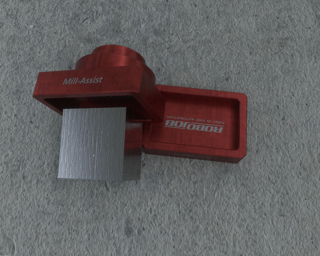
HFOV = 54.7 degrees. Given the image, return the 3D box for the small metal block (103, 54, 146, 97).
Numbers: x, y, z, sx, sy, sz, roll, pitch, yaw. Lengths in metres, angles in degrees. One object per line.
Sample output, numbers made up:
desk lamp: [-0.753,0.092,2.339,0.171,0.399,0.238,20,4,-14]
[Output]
small metal block: [-0.049,-0.074,0.436,0.050,0.025,0.050,6,70,2]

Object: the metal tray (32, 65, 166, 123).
metal tray: [-0.068,-0.035,0.369,0.130,0.090,0.030,0,70,19]

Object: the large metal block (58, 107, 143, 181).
large metal block: [-0.068,0.020,0.368,0.080,0.050,0.080,0,82,18]

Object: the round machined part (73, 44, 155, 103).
round machined part: [-0.054,-0.066,0.383,0.099,0.098,0.042,6,70,2]

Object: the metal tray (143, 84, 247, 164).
metal tray: [0.046,-0.006,0.409,0.131,0.030,0.090,6,70,2]
